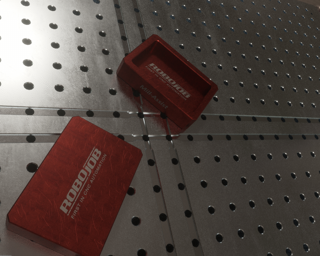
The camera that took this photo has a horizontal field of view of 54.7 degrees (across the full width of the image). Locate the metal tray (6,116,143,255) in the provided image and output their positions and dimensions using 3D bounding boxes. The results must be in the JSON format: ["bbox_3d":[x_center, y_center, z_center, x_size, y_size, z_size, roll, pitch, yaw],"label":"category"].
[{"bbox_3d":[-0.082,0.060,0.325,0.090,0.030,0.130,30,52,-10],"label":"metal tray"}]

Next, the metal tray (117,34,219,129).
[{"bbox_3d":[0.014,-0.070,0.456,0.130,0.030,0.090,40,51,-2],"label":"metal tray"}]
